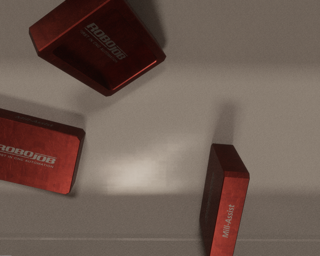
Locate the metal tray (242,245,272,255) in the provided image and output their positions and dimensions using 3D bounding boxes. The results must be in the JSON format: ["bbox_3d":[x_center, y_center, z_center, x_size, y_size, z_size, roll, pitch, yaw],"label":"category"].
[{"bbox_3d":[0.123,0.249,0.471,0.130,0.090,0.030,-37,106,13],"label":"metal tray"}]

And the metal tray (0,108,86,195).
[{"bbox_3d":[-0.176,0.031,0.418,0.131,0.030,0.089,14,109,-6],"label":"metal tray"}]

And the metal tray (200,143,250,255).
[{"bbox_3d":[0.081,0.096,0.413,0.030,0.090,0.129,5,110,-2],"label":"metal tray"}]

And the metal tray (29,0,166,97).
[{"bbox_3d":[-0.057,-0.086,0.327,0.090,0.130,0.030,-32,69,11],"label":"metal tray"}]
